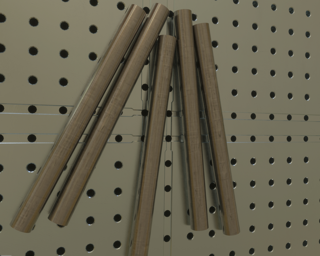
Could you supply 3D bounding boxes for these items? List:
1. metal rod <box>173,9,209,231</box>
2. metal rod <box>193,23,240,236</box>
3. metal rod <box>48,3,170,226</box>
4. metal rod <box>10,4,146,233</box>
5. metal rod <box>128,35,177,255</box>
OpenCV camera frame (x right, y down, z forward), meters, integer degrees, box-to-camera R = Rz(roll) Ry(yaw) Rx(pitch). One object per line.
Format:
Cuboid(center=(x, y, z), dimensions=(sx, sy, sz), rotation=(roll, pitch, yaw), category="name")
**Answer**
Cuboid(center=(0.043, -0.009, 0.428), dimensions=(0.025, 0.025, 0.298), rotation=(-5, 92, -20), category="metal rod")
Cuboid(center=(0.080, 0.004, 0.441), dimensions=(0.025, 0.025, 0.298), rotation=(-11, 94, -20), category="metal rod")
Cuboid(center=(-0.060, -0.024, 0.391), dimensions=(0.025, 0.025, 0.299), rotation=(27, 81, -18), category="metal rod")
Cuboid(center=(-0.094, -0.019, 0.377), dimensions=(0.025, 0.025, 0.299), rotation=(29, 80, -18), category="metal rod")
Cuboid(center=(-0.010, 0.027, 0.409), dimensions=(0.025, 0.025, 0.299), rotation=(9, 87, -20), category="metal rod")
